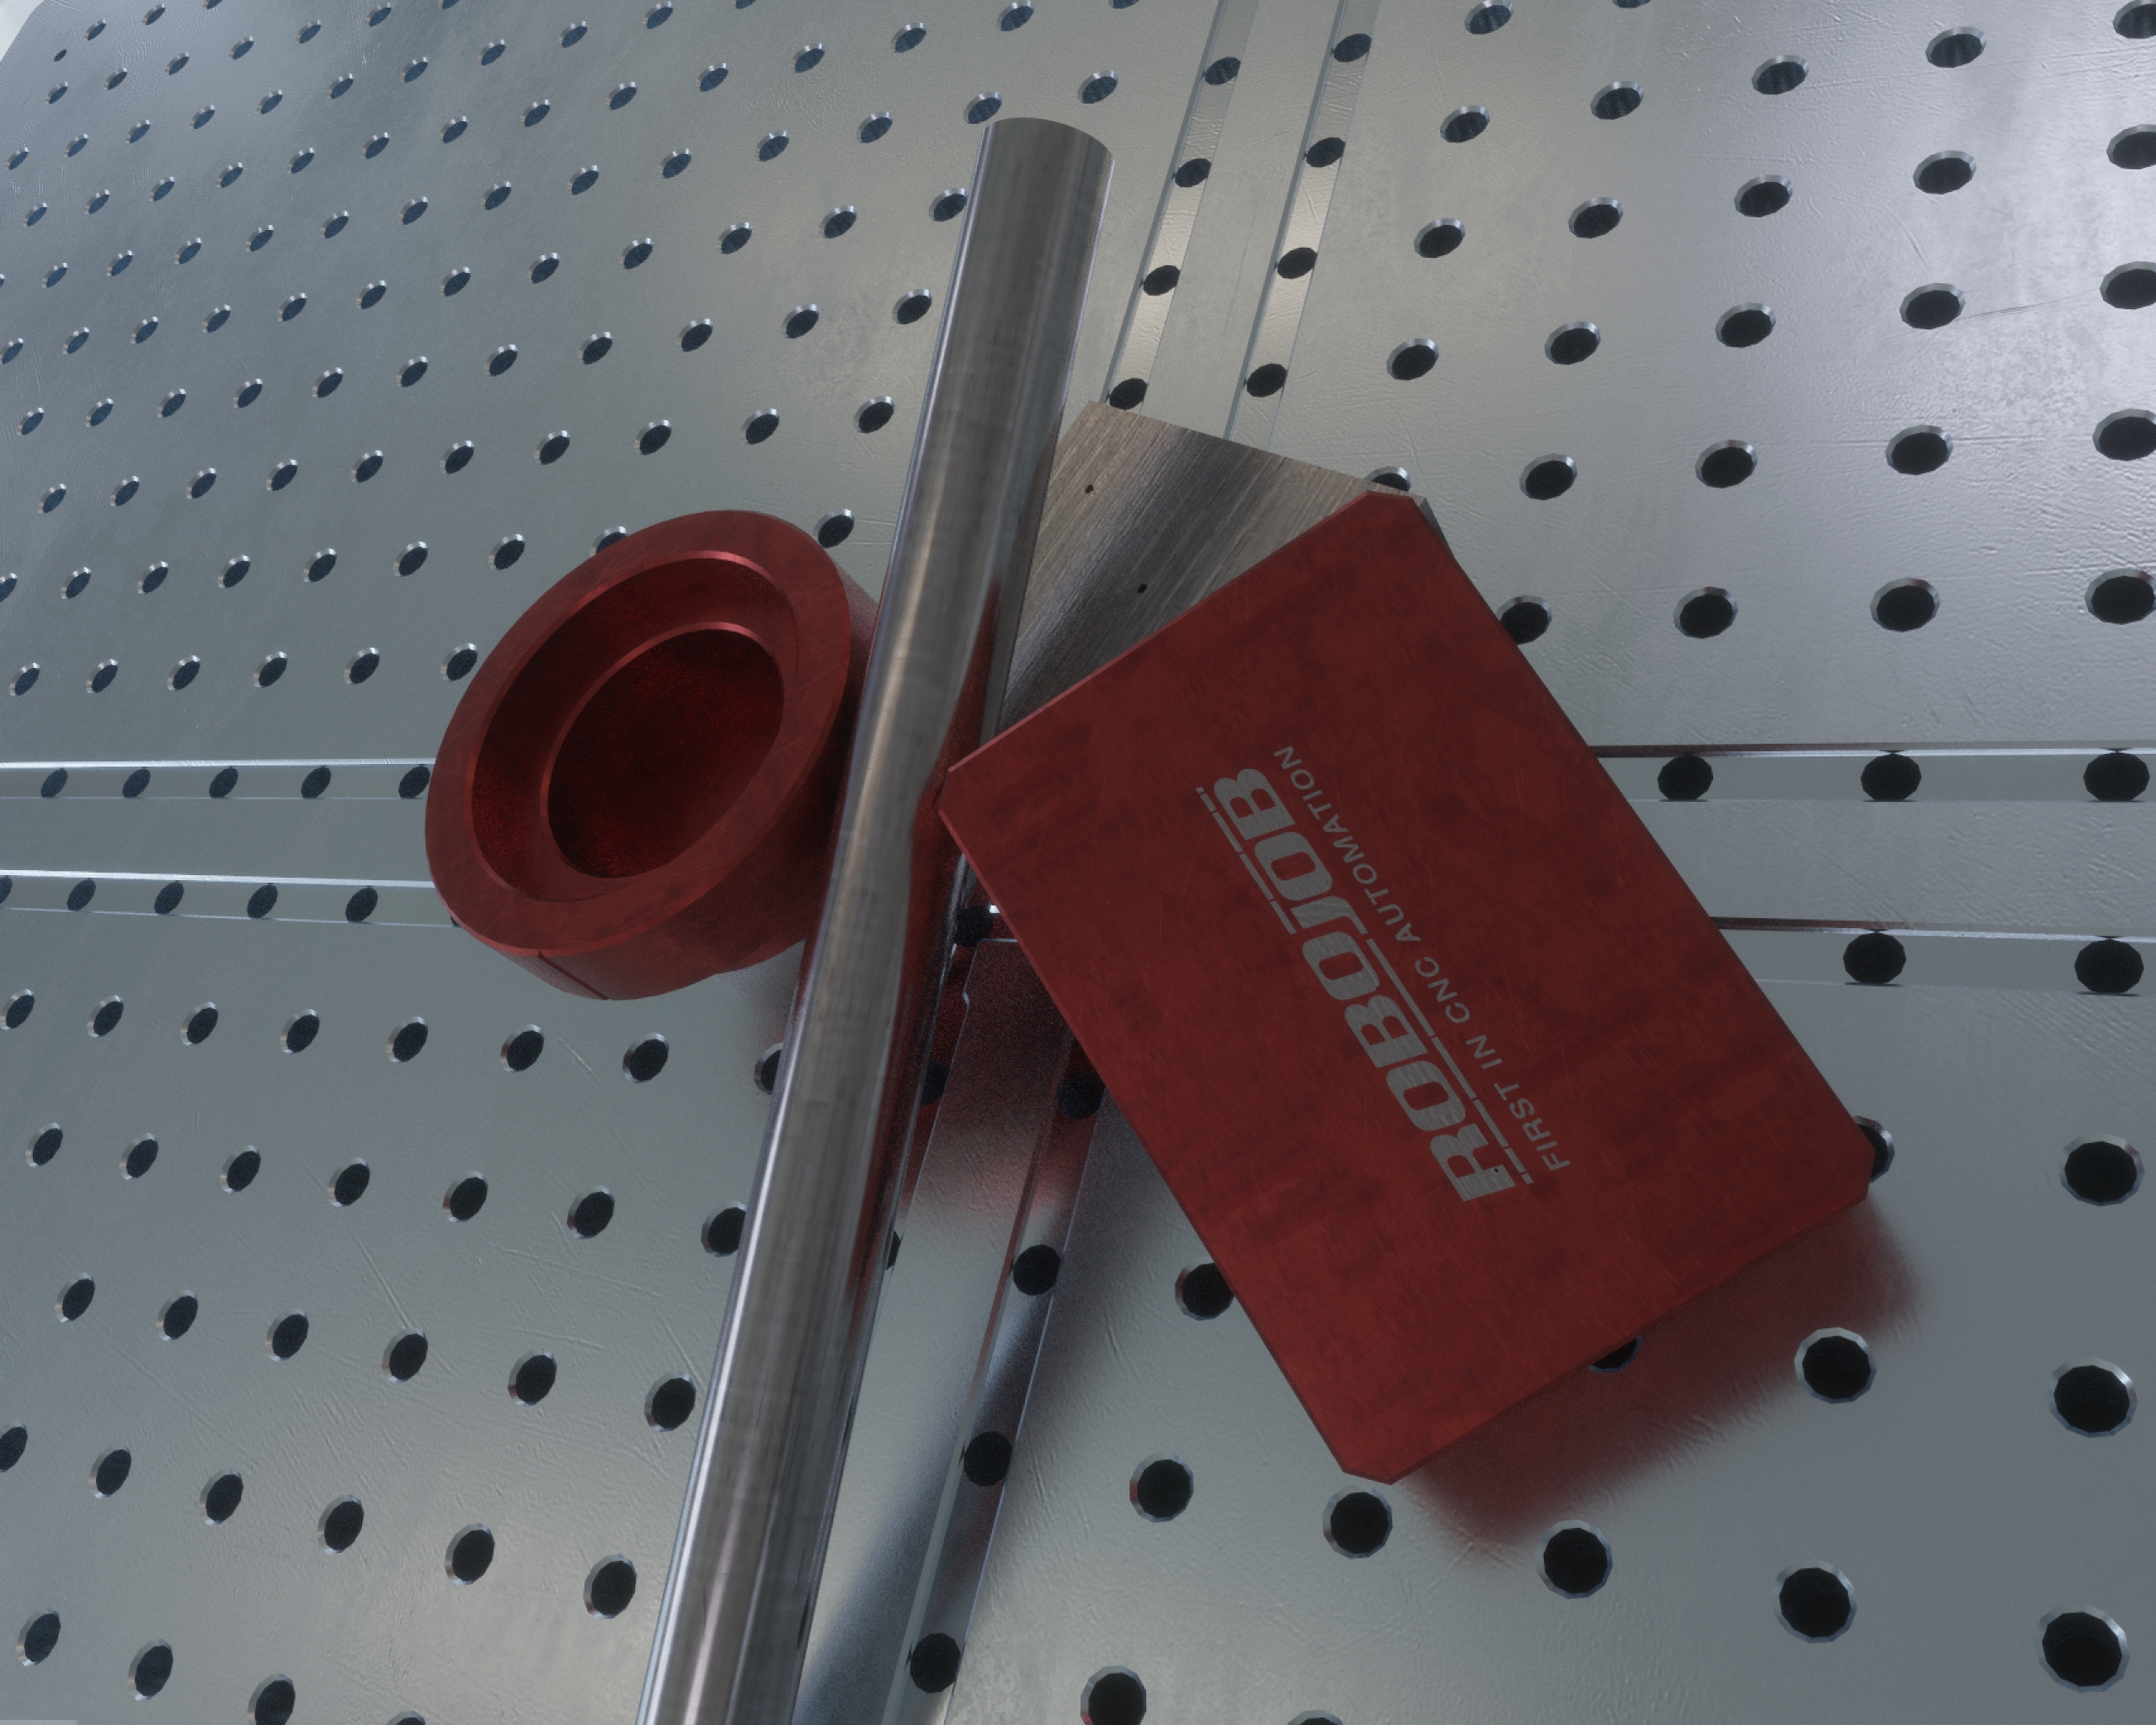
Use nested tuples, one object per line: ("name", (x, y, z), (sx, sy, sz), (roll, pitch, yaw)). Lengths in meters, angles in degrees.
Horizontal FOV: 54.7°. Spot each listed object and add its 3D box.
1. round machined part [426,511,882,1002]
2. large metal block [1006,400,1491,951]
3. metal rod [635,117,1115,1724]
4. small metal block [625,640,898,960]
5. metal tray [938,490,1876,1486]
("round machined part", (-0.075, -0.017, 0.407), (0.098, 0.042, 0.098), (-15, 55, 23))
("large metal block", (0.020, -0.033, 0.398), (0.080, 0.050, 0.080), (25, 75, 36))
("metal rod", (-0.034, 0.015, 0.362), (0.025, 0.025, 0.299), (6, 80, 31))
("small metal block", (-0.069, -0.013, 0.449), (0.050, 0.025, 0.050), (-20, 54, 16))
("metal tray", (0.049, 0.018, 0.331), (0.090, 0.030, 0.130), (-34, 76, 6))
